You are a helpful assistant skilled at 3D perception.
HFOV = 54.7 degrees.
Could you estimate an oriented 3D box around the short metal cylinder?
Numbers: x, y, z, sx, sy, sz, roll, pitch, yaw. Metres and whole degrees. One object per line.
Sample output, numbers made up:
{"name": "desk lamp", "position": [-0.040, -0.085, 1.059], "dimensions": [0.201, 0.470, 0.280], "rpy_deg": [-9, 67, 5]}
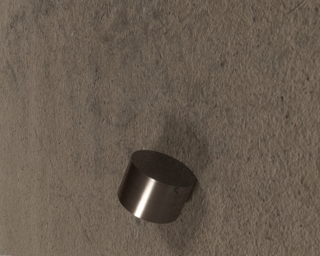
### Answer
{"name": "short metal cylinder", "position": [-0.004, 0.068, 0.371], "dimensions": [0.080, 0.081, 0.050], "rpy_deg": [34, 111, 34]}
